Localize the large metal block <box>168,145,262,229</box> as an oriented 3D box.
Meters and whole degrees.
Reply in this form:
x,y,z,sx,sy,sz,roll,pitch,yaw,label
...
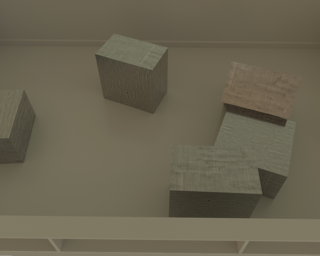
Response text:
x,y,z,sx,sy,sz,roll,pitch,yaw,label
0.050,0.062,0.317,0.080,0.080,0.050,2,50,2,large metal block

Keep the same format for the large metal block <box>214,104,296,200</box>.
x,y,z,sx,sy,sz,roll,pitch,yaw,label
0.107,0.026,0.368,0.080,0.050,0.080,17,52,13,large metal block

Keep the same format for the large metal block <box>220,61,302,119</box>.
x,y,z,sx,sy,sz,roll,pitch,yaw,label
0.127,-0.047,0.401,0.080,0.080,0.050,16,96,13,large metal block

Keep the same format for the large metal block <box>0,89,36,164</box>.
x,y,z,sx,sy,sz,roll,pitch,yaw,label
-0.212,-0.001,0.388,0.081,0.050,0.080,-3,50,-3,large metal block

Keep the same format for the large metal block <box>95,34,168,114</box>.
x,y,z,sx,sy,sz,roll,pitch,yaw,label
-0.036,-0.075,0.432,0.080,0.080,0.050,18,53,15,large metal block
